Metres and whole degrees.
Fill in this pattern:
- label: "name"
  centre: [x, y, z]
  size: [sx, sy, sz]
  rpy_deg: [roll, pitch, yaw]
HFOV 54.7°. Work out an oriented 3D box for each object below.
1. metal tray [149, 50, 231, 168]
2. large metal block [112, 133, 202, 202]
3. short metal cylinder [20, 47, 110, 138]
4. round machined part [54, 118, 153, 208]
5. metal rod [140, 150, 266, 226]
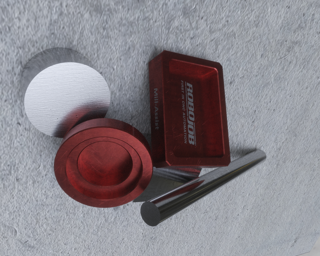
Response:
- label: "metal tray"
  centre: [0.035, -0.019, 0.365]
  size: [0.091, 0.030, 0.129]
  rpy_deg: [5, 76, -31]
- label: "large metal block"
  centre: [-0.006, 0.048, 0.400]
  size: [0.081, 0.080, 0.050]
  rpy_deg: [4, 116, -31]
- label: "short metal cylinder"
  centre: [-0.097, -0.037, 0.317]
  size: [0.081, 0.050, 0.079]
  rpy_deg: [-14, 125, -21]
- label: "round machined part"
  centre: [-0.058, 0.033, 0.330]
  size: [0.099, 0.042, 0.097]
  rpy_deg: [-3, 116, -5]
- label: "metal rod"
  centre: [0.082, 0.066, 0.420]
  size: [0.302, 0.025, 0.025]
  rpy_deg: [-11, 127, -52]
